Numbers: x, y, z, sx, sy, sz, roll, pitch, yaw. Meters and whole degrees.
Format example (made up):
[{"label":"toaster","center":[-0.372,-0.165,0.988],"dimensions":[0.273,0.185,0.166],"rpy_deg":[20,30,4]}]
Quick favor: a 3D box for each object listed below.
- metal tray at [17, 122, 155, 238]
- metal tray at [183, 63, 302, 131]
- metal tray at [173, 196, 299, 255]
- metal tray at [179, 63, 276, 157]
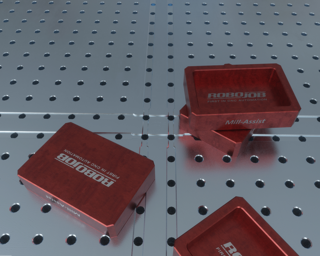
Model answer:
[{"label":"metal tray","center":[-0.082,0.054,0.359],"dimensions":[0.130,0.030,0.090],"rpy_deg":[23,54,18]},{"label":"metal tray","center":[0.100,-0.042,0.400],"dimensions":[0.131,0.030,0.090],"rpy_deg":[-2,50,-2]},{"label":"metal tray","center":[0.085,0.139,0.288],"dimensions":[0.091,0.030,0.130],"rpy_deg":[-28,56,-22]},{"label":"metal tray","center":[0.098,-0.030,0.431],"dimensions":[0.090,0.030,0.131],"rpy_deg":[30,56,22]}]
